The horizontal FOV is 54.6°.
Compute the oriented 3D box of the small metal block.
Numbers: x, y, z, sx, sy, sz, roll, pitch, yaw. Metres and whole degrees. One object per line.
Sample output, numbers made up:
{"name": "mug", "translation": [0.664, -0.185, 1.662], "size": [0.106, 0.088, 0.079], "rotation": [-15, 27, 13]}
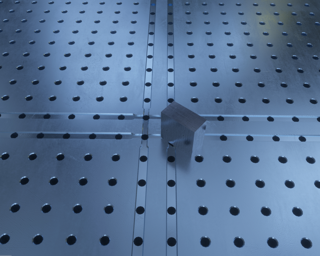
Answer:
{"name": "small metal block", "translation": [0.029, 0.001, 0.391], "size": [0.050, 0.050, 0.025], "rotation": [32, 57, 24]}
